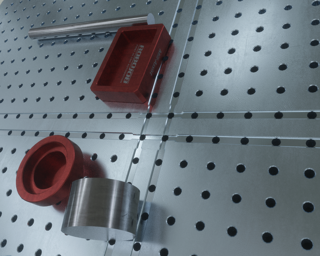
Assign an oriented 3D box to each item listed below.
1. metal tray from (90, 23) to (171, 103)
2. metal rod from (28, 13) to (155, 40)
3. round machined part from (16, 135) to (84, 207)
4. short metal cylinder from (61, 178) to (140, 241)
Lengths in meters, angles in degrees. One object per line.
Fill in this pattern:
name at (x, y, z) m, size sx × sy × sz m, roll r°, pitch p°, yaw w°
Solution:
metal tray at (-0.045, -0.104, 0.490) m, size 0.090 × 0.030 × 0.130 m, roll 6°, pitch 64°, yaw 30°
metal rod at (-0.145, -0.193, 0.600) m, size 0.300 × 0.025 × 0.025 m, roll 5°, pitch 64°, yaw 30°
round machined part at (-0.148, 0.062, 0.435) m, size 0.098 × 0.042 × 0.098 m, roll -13°, pitch 56°, yaw 20°
short metal cylinder at (-0.065, 0.094, 0.348) m, size 0.080 × 0.080 × 0.050 m, roll -10°, pitch 58°, yaw 22°
